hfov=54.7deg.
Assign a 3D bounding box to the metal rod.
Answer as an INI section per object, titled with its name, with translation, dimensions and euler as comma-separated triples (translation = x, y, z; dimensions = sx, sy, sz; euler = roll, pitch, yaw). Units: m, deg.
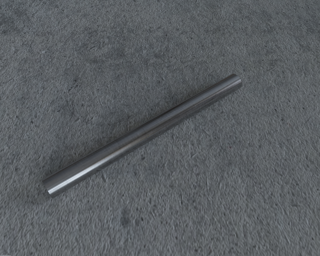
[metal rod]
translation = -0.006, -0.001, 0.406
dimensions = 0.302, 0.025, 0.025
euler = -30, 57, -23
